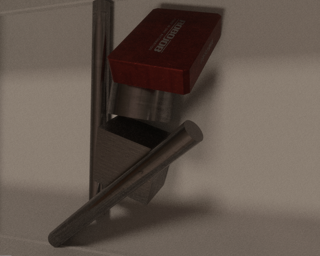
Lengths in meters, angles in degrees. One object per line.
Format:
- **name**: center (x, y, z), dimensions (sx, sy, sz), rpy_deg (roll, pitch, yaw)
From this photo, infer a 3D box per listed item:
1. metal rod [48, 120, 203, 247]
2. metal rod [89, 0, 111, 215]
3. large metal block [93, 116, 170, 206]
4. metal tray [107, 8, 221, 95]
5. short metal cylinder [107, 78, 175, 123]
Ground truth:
- **metal rod**: center (-0.061, 0.084, 0.382), dimensions (0.299, 0.025, 0.025), rpy_deg (-41, 77, 33)
- **metal rod**: center (-0.085, -0.028, 0.439), dimensions (0.025, 0.025, 0.298), rpy_deg (1, 90, 19)
- **large metal block**: center (-0.034, 0.038, 0.395), dimensions (0.080, 0.050, 0.079), rpy_deg (21, 119, 18)
- **metal tray**: center (0.011, -0.095, 0.358), dimensions (0.090, 0.130, 0.030), rpy_deg (13, 137, 19)
- **short metal cylinder**: center (-0.023, -0.038, 0.388), dimensions (0.080, 0.080, 0.050), rpy_deg (10, 93, 19)
